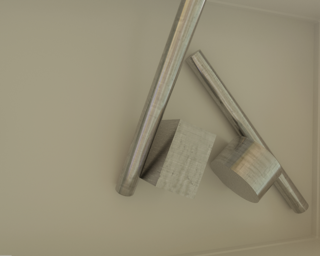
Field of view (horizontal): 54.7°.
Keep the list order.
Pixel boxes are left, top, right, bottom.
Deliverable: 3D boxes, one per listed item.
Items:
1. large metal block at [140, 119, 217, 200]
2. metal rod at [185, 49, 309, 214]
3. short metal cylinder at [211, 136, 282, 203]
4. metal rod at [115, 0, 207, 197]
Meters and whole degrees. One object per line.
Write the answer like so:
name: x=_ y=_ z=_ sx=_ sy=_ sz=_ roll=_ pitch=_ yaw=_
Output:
large metal block: x=0.017 y=0.036 z=0.389 sx=0.050 sy=0.080 sz=0.080 roll=23 pitch=82 yaw=-19
metal rod: x=0.136 y=0.013 z=0.462 sx=0.025 sy=0.025 sz=0.300 roll=-42 pitch=104 yaw=-15
short metal cylinder: x=0.117 y=0.057 z=0.426 sx=0.050 sy=0.080 sz=0.080 roll=-45 pitch=105 yaw=-15
metal rod: x=0.005 y=-0.052 z=0.350 sx=0.025 sy=0.025 sz=0.298 roll=14 pitch=110 yaw=-20
